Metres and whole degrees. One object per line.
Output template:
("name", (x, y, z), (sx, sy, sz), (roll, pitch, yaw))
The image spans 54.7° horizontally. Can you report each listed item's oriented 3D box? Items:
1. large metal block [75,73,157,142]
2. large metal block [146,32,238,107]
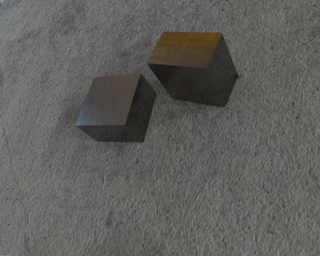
("large metal block", (-0.059, -0.027, 0.436), (0.080, 0.050, 0.080), (0, 62, 28))
("large metal block", (0.043, -0.074, 0.391), (0.080, 0.080, 0.050), (13, 69, 33))
